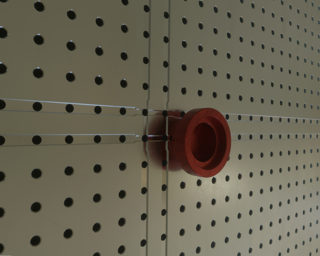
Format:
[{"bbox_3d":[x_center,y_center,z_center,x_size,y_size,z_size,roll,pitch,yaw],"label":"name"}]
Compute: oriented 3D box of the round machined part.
[{"bbox_3d":[0.056,0.020,0.447,0.099,0.042,0.097,0,90,-40],"label":"round machined part"}]
